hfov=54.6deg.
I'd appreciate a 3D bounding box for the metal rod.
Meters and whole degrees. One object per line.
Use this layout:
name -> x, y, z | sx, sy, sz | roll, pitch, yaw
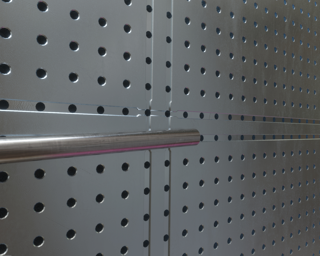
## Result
metal rod -> -0.067, 0.018, 0.352 | 0.302, 0.025, 0.025 | -2, 92, -40
